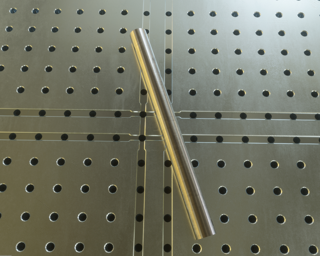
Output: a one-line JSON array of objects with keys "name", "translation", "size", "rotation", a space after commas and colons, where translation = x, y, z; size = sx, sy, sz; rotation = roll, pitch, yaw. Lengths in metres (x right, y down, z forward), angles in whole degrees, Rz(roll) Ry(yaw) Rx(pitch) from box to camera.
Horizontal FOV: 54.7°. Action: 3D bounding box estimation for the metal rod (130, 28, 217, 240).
[{"name": "metal rod", "translation": [0.011, -0.006, 0.414], "size": [0.025, 0.025, 0.299], "rotation": [-16, 71, -6]}]
